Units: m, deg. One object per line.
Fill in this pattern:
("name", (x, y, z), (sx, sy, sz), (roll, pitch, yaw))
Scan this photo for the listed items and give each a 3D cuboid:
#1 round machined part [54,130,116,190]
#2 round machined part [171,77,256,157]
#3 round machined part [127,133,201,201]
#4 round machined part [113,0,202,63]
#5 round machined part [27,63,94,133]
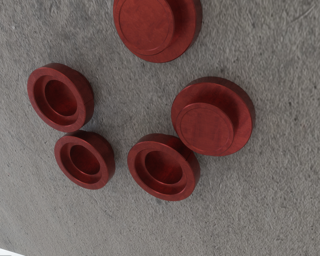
("round machined part", (-0.111, 0.045, 0.482), (0.098, 0.042, 0.097), (13, 124, 21))
("round machined part", (0.058, -0.007, 0.361), (0.098, 0.042, 0.097), (13, 124, 21))
("round machined part", (0.009, 0.048, 0.419), (0.098, 0.042, 0.097), (15, 127, 21))
("round machined part", (-0.008, -0.116, 0.329), (0.098, 0.042, 0.097), (13, 124, 21))
("round machined part", (-0.134, -0.046, 0.438), (0.098, 0.042, 0.097), (13, 124, 21))
